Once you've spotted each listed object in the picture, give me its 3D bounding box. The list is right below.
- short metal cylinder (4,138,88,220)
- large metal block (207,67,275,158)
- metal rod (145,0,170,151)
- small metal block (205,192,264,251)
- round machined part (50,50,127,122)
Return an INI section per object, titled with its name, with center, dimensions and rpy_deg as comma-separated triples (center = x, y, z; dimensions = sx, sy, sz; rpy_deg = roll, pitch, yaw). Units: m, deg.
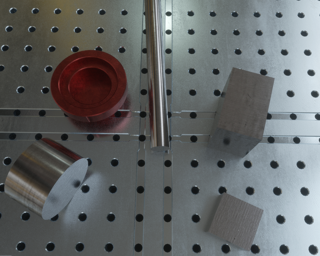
[short metal cylinder]
center = -0.129, 0.058, 0.360
dimensions = 0.050, 0.080, 0.080
rpy_deg = 29, 72, 9
[large metal block]
center = 0.099, -0.016, 0.390
dimensions = 0.050, 0.080, 0.080
rpy_deg = 16, 71, 5
[metal rod]
center = -0.007, -0.113, 0.452
dimensions = 0.025, 0.025, 0.299
rpy_deg = -2, 70, -1
[small metal block]
center = 0.089, 0.112, 0.372
dimensions = 0.050, 0.025, 0.050
rpy_deg = 24, 72, 8
[round machined part]
center = -0.093, -0.053, 0.421
dimensions = 0.099, 0.042, 0.098
rpy_deg = 0, 70, -1
